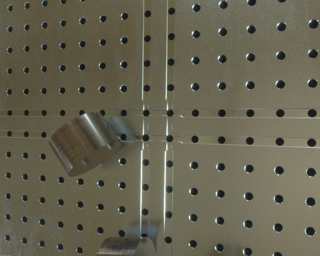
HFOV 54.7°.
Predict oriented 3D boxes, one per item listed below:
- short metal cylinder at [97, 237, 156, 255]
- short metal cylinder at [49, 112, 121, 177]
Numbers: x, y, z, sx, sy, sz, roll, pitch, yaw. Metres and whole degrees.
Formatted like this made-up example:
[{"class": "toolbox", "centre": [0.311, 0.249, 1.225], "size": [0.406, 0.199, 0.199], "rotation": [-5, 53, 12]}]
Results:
[{"class": "short metal cylinder", "centre": [-0.042, 0.182, 0.398], "size": [0.050, 0.080, 0.080], "rotation": [-7, 88, 20]}, {"class": "short metal cylinder", "centre": [-0.100, 0.022, 0.419], "size": [0.080, 0.080, 0.050], "rotation": [-39, 78, 16]}]
